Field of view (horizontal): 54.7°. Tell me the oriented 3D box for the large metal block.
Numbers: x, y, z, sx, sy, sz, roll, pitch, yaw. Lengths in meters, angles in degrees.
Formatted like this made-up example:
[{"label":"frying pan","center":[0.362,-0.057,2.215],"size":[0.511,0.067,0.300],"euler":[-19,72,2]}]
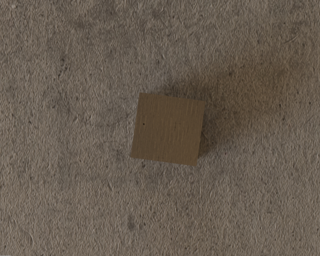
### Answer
[{"label":"large metal block","center":[0.010,0.001,0.399],"size":[0.081,0.050,0.080],"euler":[8,90,-1]}]
